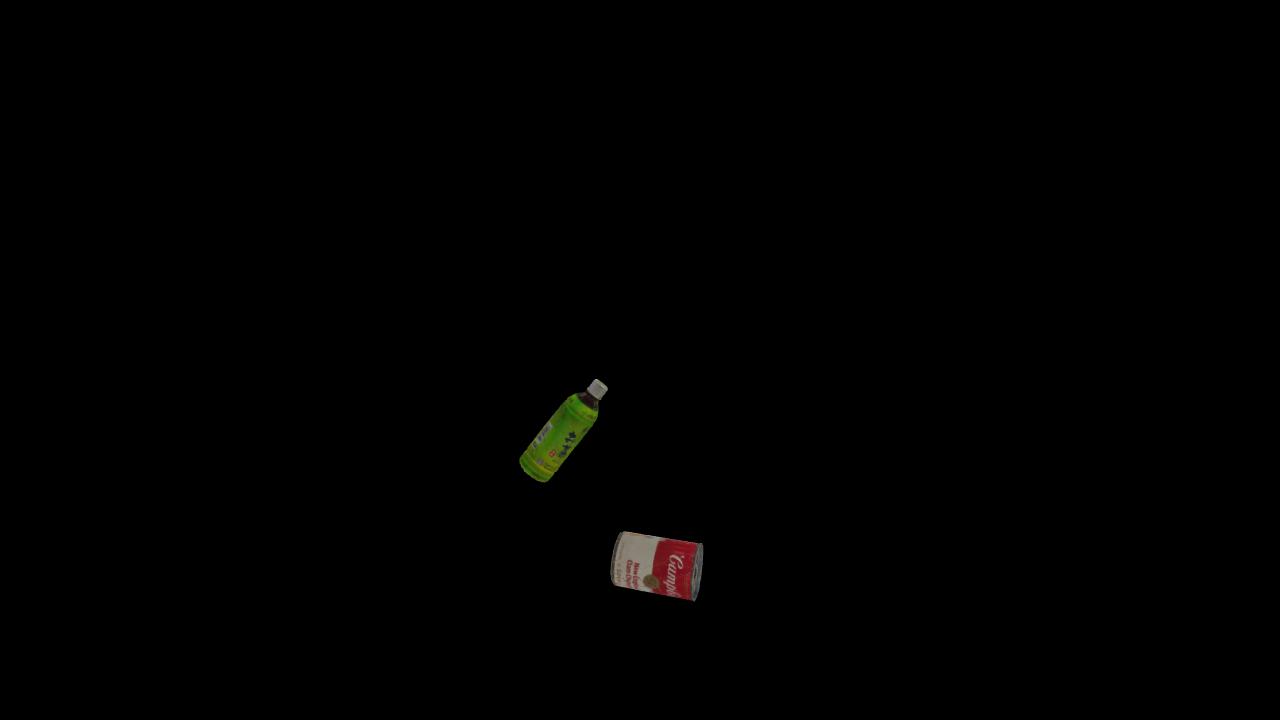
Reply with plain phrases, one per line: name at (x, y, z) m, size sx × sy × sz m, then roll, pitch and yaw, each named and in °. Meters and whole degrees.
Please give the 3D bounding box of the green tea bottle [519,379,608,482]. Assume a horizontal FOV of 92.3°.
green tea bottle at (-0.135, 0.124, 1.127) m, size 0.073 × 0.212 × 0.073 m, roll 36°, pitch 9°, yaw -7°

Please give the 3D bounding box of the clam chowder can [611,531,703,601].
clam chowder can at (0.022, 0.251, 0.753) m, size 0.102 × 0.068 × 0.068 m, roll 5°, pitch 1°, yaw 15°
